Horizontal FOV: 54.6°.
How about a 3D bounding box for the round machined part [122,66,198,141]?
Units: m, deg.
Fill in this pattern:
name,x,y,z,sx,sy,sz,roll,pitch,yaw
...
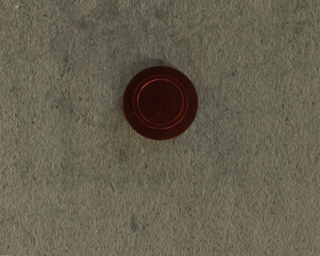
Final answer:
name,x,y,z,sx,sy,sz,roll,pitch,yaw
round machined part,0.001,-0.032,0.401,0.099,0.042,0.097,0,90,0
